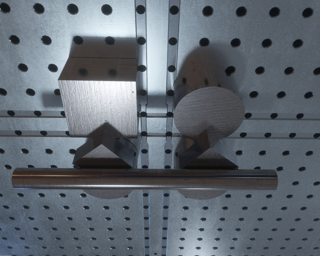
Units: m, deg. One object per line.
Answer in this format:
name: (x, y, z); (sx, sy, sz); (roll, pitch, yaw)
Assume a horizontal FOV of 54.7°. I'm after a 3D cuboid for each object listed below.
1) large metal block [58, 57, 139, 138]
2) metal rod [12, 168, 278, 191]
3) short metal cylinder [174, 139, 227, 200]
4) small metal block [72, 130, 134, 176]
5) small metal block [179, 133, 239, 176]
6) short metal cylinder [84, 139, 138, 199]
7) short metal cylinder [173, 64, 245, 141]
large metal block: (-0.066, -0.034, 0.364); (0.081, 0.050, 0.079); (1, 130, -1)
metal rod: (-0.016, 0.060, 0.363); (0.302, 0.025, 0.025); (1, 130, -1)
short metal cylinder: (0.061, 0.059, 0.446); (0.081, 0.050, 0.079); (0, 130, 0)
small metal block: (-0.068, 0.037, 0.377); (0.050, 0.025, 0.050); (-33, 123, 24)
small metal block: (0.060, 0.041, 0.381); (0.050, 0.025, 0.050); (33, 123, -25)
short metal cylinder: (-0.073, 0.057, 0.442); (0.081, 0.050, 0.079); (0, 130, 0)
short metal cylinder: (0.056, -0.029, 0.371); (0.081, 0.050, 0.079); (0, 130, 0)
